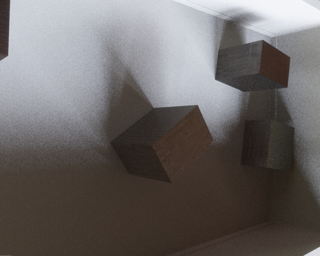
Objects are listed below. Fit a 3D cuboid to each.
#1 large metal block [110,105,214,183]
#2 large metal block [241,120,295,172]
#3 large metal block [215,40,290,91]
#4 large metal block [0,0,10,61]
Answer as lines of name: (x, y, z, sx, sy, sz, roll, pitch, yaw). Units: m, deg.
large metal block: (0.002, 0.016, 0.373, 0.080, 0.080, 0.050, -41, 115, -32)
large metal block: (0.193, 0.032, 0.552, 0.081, 0.050, 0.080, 13, 82, -39)
large metal block: (0.148, -0.095, 0.494, 0.081, 0.080, 0.050, 13, 82, -39)
large metal block: (-0.170, -0.100, 0.247, 0.081, 0.050, 0.080, 2, 89, -40)
